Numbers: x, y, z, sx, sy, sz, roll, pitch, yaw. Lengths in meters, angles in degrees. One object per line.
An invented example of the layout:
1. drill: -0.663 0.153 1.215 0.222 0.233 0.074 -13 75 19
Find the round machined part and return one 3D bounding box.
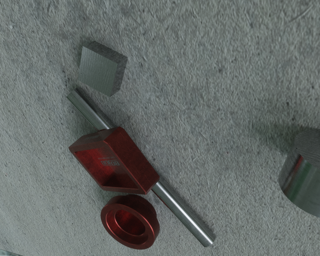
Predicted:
1. round machined part: -0.045 0.149 0.510 0.098 0.042 0.097 13 124 20

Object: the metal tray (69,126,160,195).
1. metal tray: -0.069 0.048 0.437 0.130 0.030 0.090 -11 119 53

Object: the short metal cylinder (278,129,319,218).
1. short metal cylinder: 0.168 0.045 0.311 0.080 0.080 0.050 19 126 17

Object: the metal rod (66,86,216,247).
1. metal rod: -0.024 0.061 0.455 0.300 0.025 0.025 48 129 -7

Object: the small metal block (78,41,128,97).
1. small metal block: -0.074 -0.076 0.397 0.050 0.025 0.050 28 128 10
